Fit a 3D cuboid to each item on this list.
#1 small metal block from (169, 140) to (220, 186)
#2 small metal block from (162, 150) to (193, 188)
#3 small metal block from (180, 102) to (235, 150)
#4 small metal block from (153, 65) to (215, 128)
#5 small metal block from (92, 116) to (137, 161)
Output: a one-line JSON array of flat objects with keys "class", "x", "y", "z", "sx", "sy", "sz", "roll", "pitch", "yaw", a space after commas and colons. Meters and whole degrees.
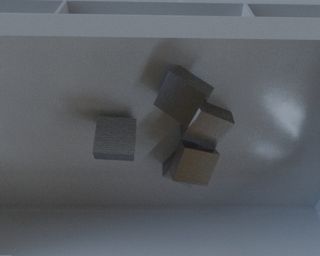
[{"class": "small metal block", "x": 0.046, "y": 0.048, "z": 0.419, "sx": 0.050, "sy": 0.025, "sz": 0.050, "roll": 12, "pitch": 110, "yaw": -17}, {"class": "small metal block", "x": 0.038, "y": 0.057, "z": 0.458, "sx": 0.050, "sy": 0.025, "sz": 0.050, "roll": 26, "pitch": 126, "yaw": -21}, {"class": "small metal block", "x": 0.061, "y": -0.004, "z": 0.406, "sx": 0.050, "sy": 0.025, "sz": 0.050, "roll": 20, "pitch": 127, "yaw": -16}, {"class": "small metal block", "x": 0.027, "y": -0.037, "z": 0.363, "sx": 0.050, "sy": 0.025, "sz": 0.050, "roll": 35, "pitch": 128, "yaw": 11}, {"class": "small metal block", "x": -0.057, "y": 0.014, "z": 0.400, "sx": 0.050, "sy": 0.050, "sz": 0.025, "roll": 4, "pitch": 155, "yaw": -3}]
